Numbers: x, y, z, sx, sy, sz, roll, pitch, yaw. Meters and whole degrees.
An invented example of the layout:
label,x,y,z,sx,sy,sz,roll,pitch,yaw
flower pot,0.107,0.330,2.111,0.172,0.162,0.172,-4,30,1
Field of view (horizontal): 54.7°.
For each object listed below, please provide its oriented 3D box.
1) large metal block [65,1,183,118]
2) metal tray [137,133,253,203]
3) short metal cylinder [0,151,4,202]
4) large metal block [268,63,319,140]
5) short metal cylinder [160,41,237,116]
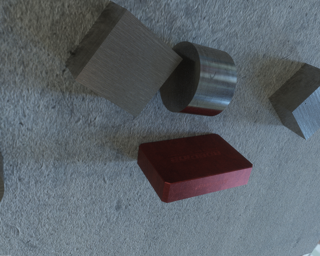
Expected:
label,x,y,z,sx,sy,sz,roll,pitch,yaw
large metal block,-0.038,-0.071,0.326,0.080,0.050,0.080,32,100,-38
metal tray,0.046,0.049,0.419,0.131,0.090,0.030,-7,122,-25
short metal cylinder,-0.202,0.050,0.311,0.081,0.050,0.079,-14,124,-21
large metal block,0.233,-0.041,0.493,0.080,0.050,0.080,-44,129,2
short metal cylinder,0.042,-0.055,0.360,0.050,0.080,0.079,5,116,-31
